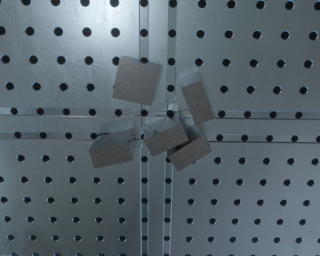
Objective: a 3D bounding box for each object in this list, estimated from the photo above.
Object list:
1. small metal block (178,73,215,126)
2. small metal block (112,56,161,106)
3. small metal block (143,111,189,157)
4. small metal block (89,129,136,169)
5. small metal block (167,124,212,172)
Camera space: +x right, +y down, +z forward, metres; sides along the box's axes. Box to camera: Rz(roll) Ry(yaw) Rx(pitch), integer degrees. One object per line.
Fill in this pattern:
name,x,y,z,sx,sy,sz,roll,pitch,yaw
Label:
small metal block,0.045,-0.037,0.387,0.025,0.050,0.050,-21,109,7
small metal block,-0.029,-0.060,0.391,0.050,0.025,0.050,12,110,-5
small metal block,0.007,0.007,0.402,0.050,0.050,0.025,-25,108,9
small metal block,-0.061,0.026,0.409,0.050,0.050,0.025,-12,110,4
small metal block,0.037,0.024,0.409,0.050,0.050,0.025,-33,107,11
